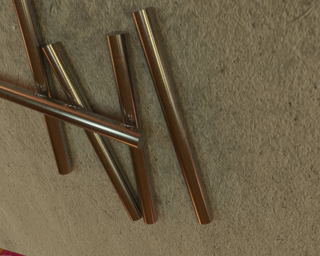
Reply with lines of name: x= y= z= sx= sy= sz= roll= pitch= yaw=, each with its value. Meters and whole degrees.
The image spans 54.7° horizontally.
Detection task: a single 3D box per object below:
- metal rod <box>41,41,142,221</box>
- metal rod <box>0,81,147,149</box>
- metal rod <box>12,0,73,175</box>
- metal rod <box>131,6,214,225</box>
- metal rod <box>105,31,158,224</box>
metal rod: x=-0.093 y=0.018 z=0.466 sx=0.025 sy=0.025 sz=0.299 roll=-10 pitch=114 yaw=32
metal rod: x=-0.159 y=-0.031 z=0.437 sx=0.301 sy=0.025 sz=0.025 roll=19 pitch=126 yaw=17
metal rod: x=-0.171 y=-0.055 z=0.462 sx=0.025 sy=0.025 sz=0.298 roll=11 pitch=123 yaw=22
metal rod: x=0.023 y=0.002 z=0.395 sx=0.025 sy=0.025 sz=0.298 roll=-4 pitch=117 yaw=30
metal rod: x=-0.033 y=0.018 z=0.435 sx=0.025 sy=0.025 sz=0.298 roll=6 pitch=121 yaw=25
